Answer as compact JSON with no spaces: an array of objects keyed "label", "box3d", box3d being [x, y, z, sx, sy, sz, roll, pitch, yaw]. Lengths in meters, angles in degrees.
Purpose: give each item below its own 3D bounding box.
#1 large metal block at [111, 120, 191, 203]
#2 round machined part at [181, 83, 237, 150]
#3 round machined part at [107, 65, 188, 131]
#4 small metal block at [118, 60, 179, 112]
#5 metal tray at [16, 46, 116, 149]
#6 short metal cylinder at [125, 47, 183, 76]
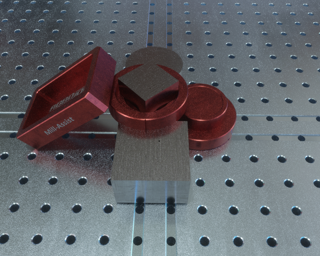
[{"label":"large metal block","box3d":[-0.009,0.038,0.355,0.080,0.050,0.080,1,50,0]},{"label":"round machined part","box3d":[0.053,-0.022,0.414,0.099,0.042,0.098,0,50,0]},{"label":"round machined part","box3d":[-0.015,-0.033,0.386,0.099,0.042,0.098,0,50,0]},{"label":"small metal block","box3d":[-0.014,-0.048,0.368,0.050,0.025,0.050,-34,58,-25]},{"label":"metal tray","box3d":[-0.117,-0.036,0.387,0.130,0.030,0.090,-25,43,28]},{"label":"short metal cylinder","box3d":[-0.008,-0.074,0.453,0.080,0.050,0.080,0,50,0]}]
